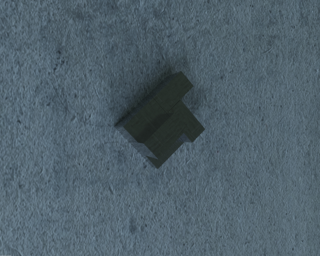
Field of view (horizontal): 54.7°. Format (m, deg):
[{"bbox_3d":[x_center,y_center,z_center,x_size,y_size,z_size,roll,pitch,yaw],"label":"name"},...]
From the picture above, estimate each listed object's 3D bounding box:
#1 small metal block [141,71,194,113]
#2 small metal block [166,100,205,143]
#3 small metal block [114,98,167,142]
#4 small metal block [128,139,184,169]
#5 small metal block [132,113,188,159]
[{"bbox_3d":[0.008,-0.044,0.401,0.050,0.050,0.025,-45,105,-15],"label":"small metal block"},{"bbox_3d":[0.024,-0.008,0.407,0.025,0.050,0.050,-45,105,-14],"label":"small metal block"},{"bbox_3d":[-0.026,-0.010,0.388,0.050,0.050,0.025,-45,105,-15],"label":"small metal block"},{"bbox_3d":[-0.006,0.018,0.409,0.050,0.025,0.050,-44,104,-15],"label":"small metal block"},{"bbox_3d":[-0.001,0.009,0.371,0.050,0.050,0.025,-45,105,-15],"label":"small metal block"}]
